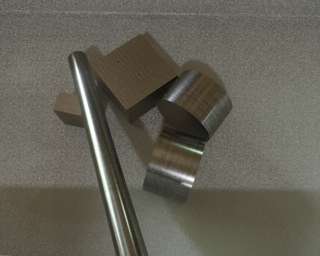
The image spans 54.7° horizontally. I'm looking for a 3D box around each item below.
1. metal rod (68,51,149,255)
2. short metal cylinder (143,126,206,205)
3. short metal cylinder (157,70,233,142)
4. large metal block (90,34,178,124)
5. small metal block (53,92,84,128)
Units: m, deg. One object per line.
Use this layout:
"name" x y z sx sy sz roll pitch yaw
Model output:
"metal rod" -0.060 0.019 0.321 0.025 0.025 0.299 -19 54 -7
"short metal cylinder" 0.017 0.043 0.365 0.050 0.080 0.080 19 71 6
"short metal cylinder" 0.043 -0.026 0.391 0.080 0.080 0.050 36 74 11
"large metal block" -0.034 -0.066 0.420 0.080 0.050 0.080 -36 74 -12
"small metal block" -0.103 -0.020 0.402 0.050 0.050 0.025 12 71 4
